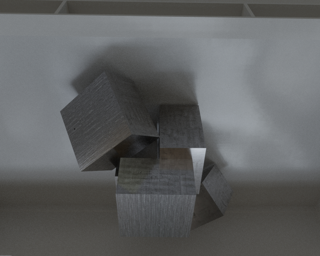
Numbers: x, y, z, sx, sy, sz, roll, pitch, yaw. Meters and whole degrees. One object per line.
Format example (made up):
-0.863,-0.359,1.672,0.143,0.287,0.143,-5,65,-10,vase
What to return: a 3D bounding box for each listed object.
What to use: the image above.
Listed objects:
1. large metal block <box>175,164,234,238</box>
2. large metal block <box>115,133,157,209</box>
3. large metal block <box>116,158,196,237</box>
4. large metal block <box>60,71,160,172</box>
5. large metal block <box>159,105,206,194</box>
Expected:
0.053,0.103,0.449,0.080,0.080,0.050,-34,87,25,large metal block
-0.029,0.063,0.424,0.050,0.080,0.079,1,130,-1,large metal block
-0.005,0.080,0.353,0.081,0.050,0.079,1,130,-1,large metal block
-0.059,-0.005,0.357,0.080,0.080,0.050,-35,157,26,large metal block
0.024,0.027,0.392,0.050,0.080,0.079,1,130,-1,large metal block
